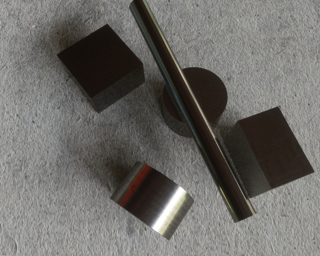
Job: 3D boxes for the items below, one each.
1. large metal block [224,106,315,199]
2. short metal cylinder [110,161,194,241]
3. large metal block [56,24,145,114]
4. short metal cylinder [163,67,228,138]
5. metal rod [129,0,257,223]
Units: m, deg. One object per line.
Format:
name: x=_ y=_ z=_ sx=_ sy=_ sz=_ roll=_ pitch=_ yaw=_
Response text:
large metal block: x=0.123 y=0.032 z=0.368 sx=0.050 sy=0.080 sz=0.080 roll=-20 pitch=71 yaw=-7
short metal cylinder: x=-0.009 y=0.082 z=0.349 sx=0.080 sy=0.080 sz=0.050 roll=33 pitch=73 yaw=11
large metal block: x=-0.078 y=-0.081 z=0.424 sx=0.080 sy=0.050 sz=0.080 roll=-36 pitch=74 yaw=-12
short metal cylinder: x=0.044 y=-0.032 z=0.407 sx=0.081 sy=0.050 sz=0.080 roll=0 pitch=70 yaw=0
metal rod: x=0.030 y=-0.036 z=0.368 sx=0.025 sy=0.025 sz=0.299 roll=-22 pitch=72 yaw=-8
